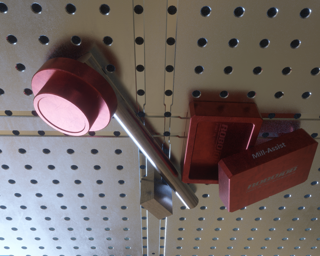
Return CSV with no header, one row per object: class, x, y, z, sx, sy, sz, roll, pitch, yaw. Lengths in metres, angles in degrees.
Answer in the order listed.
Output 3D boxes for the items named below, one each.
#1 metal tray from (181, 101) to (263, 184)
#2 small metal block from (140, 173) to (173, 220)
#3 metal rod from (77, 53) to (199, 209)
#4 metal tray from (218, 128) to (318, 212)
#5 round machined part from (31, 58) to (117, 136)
metal tray,0.080,0.025,0.430,0.091,0.030,0.129,2,130,-2
small metal block,-0.005,0.107,0.487,0.025,0.050,0.050,-28,125,21
metal rod,-0.017,0.024,0.431,0.025,0.025,0.299,-22,127,17
metal tray,0.147,0.060,0.432,0.131,0.030,0.090,-20,134,-9
round machined part,-0.103,-0.028,0.355,0.098,0.042,0.097,14,142,11
